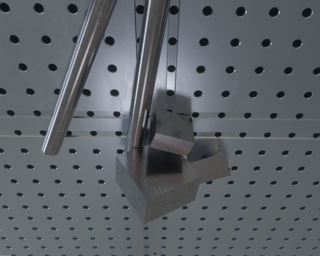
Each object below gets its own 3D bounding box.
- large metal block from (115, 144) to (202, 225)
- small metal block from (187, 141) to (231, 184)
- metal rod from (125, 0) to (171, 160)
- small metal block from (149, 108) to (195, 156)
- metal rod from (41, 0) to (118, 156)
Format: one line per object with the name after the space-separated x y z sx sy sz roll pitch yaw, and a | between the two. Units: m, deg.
-0.005 0.068 0.413 0.081 0.080 0.050 -18 137 -28 | large metal block
0.072 0.052 0.457 0.050 0.025 0.050 -18 128 15 | small metal block
-0.018 -0.054 0.365 0.025 0.025 0.298 7 130 -7 | metal rod
0.015 0.005 0.400 0.050 0.050 0.025 15 129 -13 | small metal block
-0.088 -0.073 0.348 0.025 0.025 0.298 20 127 -17 | metal rod
